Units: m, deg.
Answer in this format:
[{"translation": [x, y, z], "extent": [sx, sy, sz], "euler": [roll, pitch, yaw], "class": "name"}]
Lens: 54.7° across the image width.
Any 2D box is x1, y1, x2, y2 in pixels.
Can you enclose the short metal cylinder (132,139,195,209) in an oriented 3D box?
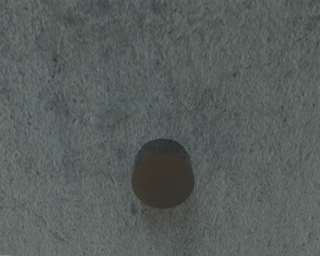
[{"translation": [0.004, 0.061, 0.419], "extent": [0.081, 0.050, 0.079], "euler": [0, 110, -1], "class": "short metal cylinder"}]
